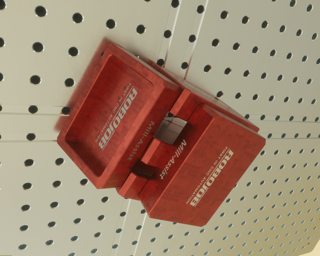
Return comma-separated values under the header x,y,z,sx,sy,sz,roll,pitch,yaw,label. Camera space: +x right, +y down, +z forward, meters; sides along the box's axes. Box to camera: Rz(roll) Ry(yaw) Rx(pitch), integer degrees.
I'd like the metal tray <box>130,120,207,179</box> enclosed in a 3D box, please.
x,y,z,sx,sy,sz,roll,pitch,yaw,label
0.018,0.022,0.391,0.131,0.090,0.030,21,106,-37,metal tray

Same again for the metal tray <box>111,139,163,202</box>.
x,y,z,sx,sy,sz,roll,pitch,yaw,label
-0.007,0.060,0.401,0.131,0.090,0.030,23,106,-37,metal tray

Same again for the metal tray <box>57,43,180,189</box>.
x,y,z,sx,sy,sz,roll,pitch,yaw,label
-0.049,-0.012,0.331,0.030,0.090,0.129,12,114,-57,metal tray

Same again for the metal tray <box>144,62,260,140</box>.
x,y,z,sx,sy,sz,roll,pitch,yaw,label
0.050,-0.027,0.378,0.131,0.090,0.030,22,107,-36,metal tray

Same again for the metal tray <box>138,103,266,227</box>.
x,y,z,sx,sy,sz,roll,pitch,yaw,label
0.047,0.046,0.344,0.090,0.030,0.129,23,106,-36,metal tray
